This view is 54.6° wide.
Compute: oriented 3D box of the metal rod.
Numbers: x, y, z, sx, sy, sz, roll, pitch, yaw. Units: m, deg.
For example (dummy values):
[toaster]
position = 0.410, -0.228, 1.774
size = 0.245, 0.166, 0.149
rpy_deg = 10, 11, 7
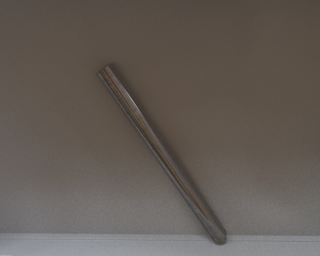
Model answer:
[metal rod]
position = 0.011, 0.045, 0.427
size = 0.025, 0.025, 0.299
rpy_deg = -31, 108, 10
